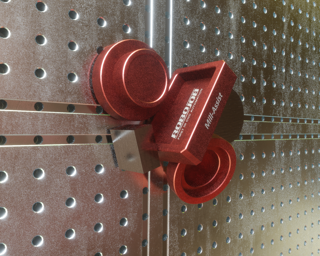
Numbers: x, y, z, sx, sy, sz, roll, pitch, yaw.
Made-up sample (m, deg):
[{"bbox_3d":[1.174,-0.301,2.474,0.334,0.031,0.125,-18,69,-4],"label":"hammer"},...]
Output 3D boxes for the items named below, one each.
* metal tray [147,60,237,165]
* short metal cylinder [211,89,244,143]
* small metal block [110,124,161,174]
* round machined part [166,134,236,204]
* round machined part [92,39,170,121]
[{"bbox_3d":[0.033,-0.021,0.389,0.030,0.090,0.130,40,65,-33],"label":"metal tray"},{"bbox_3d":[0.078,-0.018,0.453,0.081,0.050,0.079,0,90,-40],"label":"short metal cylinder"},{"bbox_3d":[-0.030,0.023,0.363,0.025,0.050,0.050,-20,103,-38],"label":"small metal block"},{"bbox_3d":[0.052,0.051,0.422,0.099,0.042,0.097,-12,116,-24],"label":"round machined part"},{"bbox_3d":[-0.027,-0.057,0.370,0.099,0.042,0.097,0,90,-40],"label":"round machined part"}]
